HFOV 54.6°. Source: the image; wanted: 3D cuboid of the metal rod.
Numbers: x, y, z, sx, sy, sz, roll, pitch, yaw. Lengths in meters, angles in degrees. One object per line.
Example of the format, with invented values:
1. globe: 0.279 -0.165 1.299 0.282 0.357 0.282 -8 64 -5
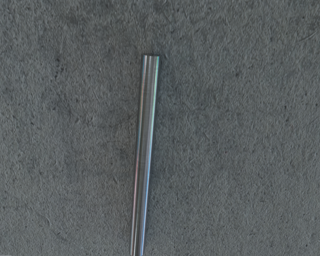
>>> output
1. metal rod: -0.023 0.050 0.428 0.025 0.025 0.298 5 110 -2
